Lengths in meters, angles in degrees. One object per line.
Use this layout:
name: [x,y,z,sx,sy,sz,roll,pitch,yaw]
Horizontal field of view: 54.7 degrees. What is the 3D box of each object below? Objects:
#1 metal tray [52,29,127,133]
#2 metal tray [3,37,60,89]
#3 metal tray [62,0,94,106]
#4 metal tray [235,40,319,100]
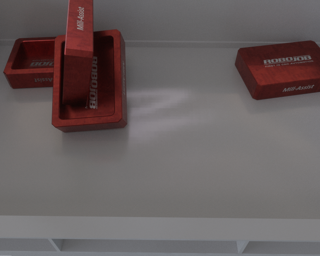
metal tray: [-0.093,-0.063,0.413,0.090,0.030,0.129,-4,75,5]
metal tray: [-0.165,-0.106,0.489,0.131,0.030,0.090,-3,50,-3]
metal tray: [-0.107,-0.104,0.403,0.030,0.089,0.130,3,51,-17]
metal tray: [0.194,-0.092,0.480,0.131,0.030,0.090,-8,50,-7]
